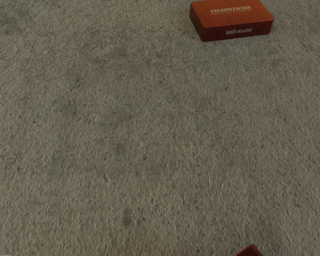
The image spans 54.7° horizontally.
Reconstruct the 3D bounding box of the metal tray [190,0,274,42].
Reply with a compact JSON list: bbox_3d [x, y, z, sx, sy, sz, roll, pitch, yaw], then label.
[{"bbox_3d":[0.129,-0.204,0.572,0.131,0.030,0.090,-9,51,-8],"label":"metal tray"}]

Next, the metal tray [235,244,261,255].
[{"bbox_3d":[0.023,0.148,0.235,0.131,0.090,0.030,-26,56,-20],"label":"metal tray"}]
